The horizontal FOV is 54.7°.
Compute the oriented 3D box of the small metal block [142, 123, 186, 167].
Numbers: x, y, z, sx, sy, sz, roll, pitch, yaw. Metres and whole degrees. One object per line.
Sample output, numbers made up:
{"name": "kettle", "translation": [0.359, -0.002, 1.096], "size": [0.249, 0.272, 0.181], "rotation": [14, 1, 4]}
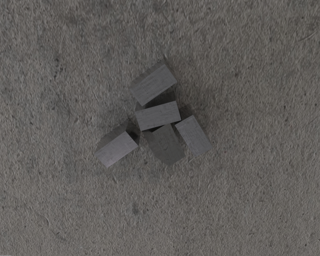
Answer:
{"name": "small metal block", "translation": [0.002, 0.016, 0.399], "size": [0.025, 0.050, 0.050], "rotation": [-31, 110, -14]}

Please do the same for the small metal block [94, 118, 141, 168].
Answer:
{"name": "small metal block", "translation": [-0.054, 0.018, 0.403], "size": [0.050, 0.050, 0.025], "rotation": [-35, 107, 12]}

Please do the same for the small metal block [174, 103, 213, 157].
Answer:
{"name": "small metal block", "translation": [0.041, 0.002, 0.397], "size": [0.025, 0.050, 0.050], "rotation": [-30, 108, 10]}

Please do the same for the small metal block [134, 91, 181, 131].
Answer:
{"name": "small metal block", "translation": [-0.002, -0.022, 0.388], "size": [0.050, 0.050, 0.025], "rotation": [-15, 109, 5]}

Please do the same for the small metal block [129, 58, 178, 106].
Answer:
{"name": "small metal block", "translation": [-0.008, -0.057, 0.375], "size": [0.050, 0.050, 0.025], "rotation": [-34, 107, 11]}
